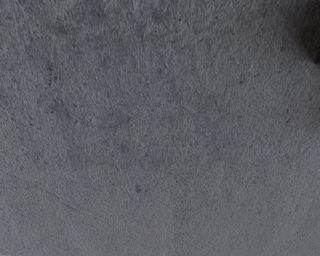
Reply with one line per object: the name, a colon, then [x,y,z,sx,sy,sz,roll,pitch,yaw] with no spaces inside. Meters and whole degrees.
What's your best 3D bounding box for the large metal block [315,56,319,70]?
large metal block: [0.211,-0.076,0.308,0.050,0.080,0.079,5,130,-5]
